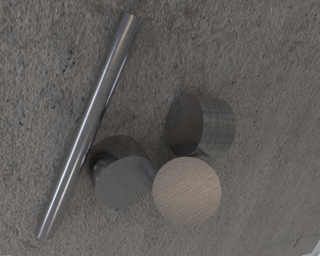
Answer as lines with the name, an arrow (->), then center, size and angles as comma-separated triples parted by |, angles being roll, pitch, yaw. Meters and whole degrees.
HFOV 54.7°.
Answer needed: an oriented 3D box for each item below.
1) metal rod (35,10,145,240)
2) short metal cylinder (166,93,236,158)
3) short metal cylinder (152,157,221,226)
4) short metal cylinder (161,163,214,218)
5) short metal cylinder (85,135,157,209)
metal rod -> -0.090, 0.011, 0.364 | 0.025, 0.025, 0.298 | 14, 111, -34
short metal cylinder -> 0.050, -0.002, 0.398 | 0.050, 0.080, 0.079 | 5, 116, -31
short metal cylinder -> 0.033, 0.079, 0.388 | 0.080, 0.080, 0.050 | -36, 167, -5
short metal cylinder -> 0.040, 0.085, 0.437 | 0.080, 0.080, 0.050 | -36, 167, -5
short metal cylinder -> -0.051, 0.056, 0.398 | 0.081, 0.050, 0.079 | -14, 124, -21
